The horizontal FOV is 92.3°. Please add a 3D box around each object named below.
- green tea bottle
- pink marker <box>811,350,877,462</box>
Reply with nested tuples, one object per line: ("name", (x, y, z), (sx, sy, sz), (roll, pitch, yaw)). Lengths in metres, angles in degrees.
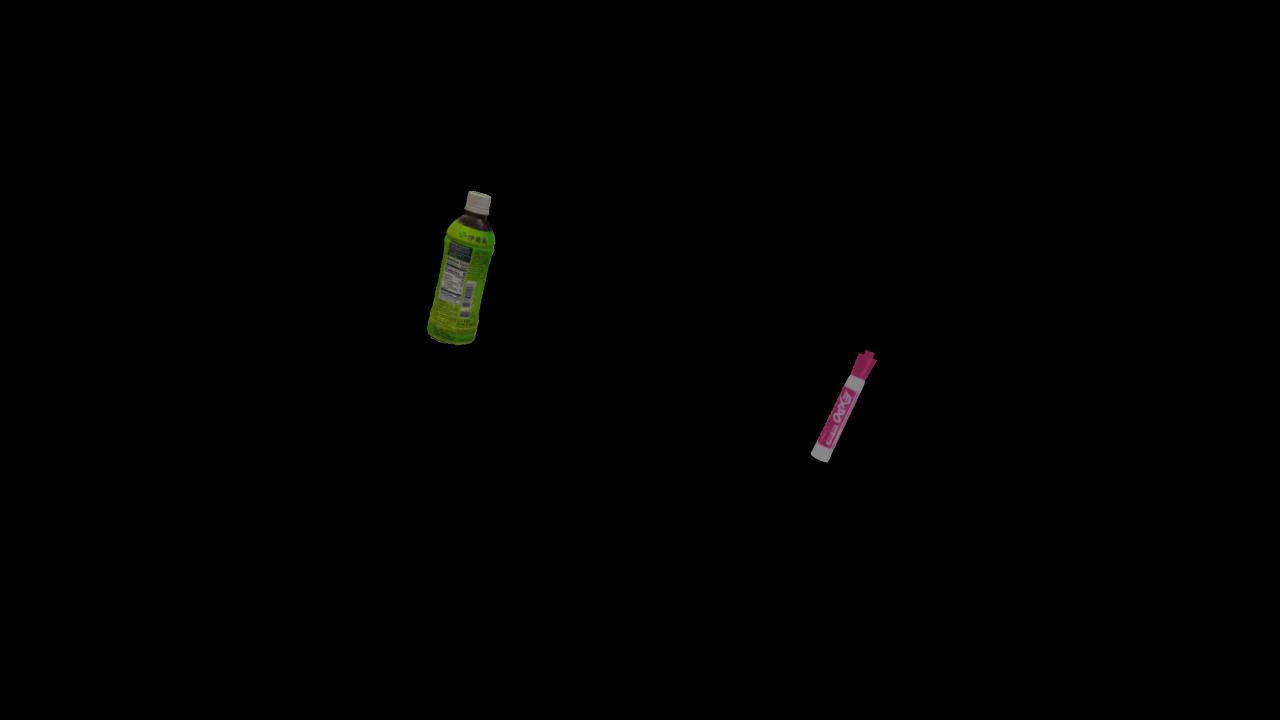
("green tea bottle", (-0.244, -0.127, 0.857), (0.073, 0.212, 0.073), (17, 20, -7))
("pink marker", (0.208, 0.047, 0.625), (0.020, 0.121, 0.020), (22, 9, -4))
